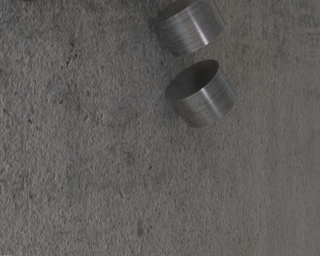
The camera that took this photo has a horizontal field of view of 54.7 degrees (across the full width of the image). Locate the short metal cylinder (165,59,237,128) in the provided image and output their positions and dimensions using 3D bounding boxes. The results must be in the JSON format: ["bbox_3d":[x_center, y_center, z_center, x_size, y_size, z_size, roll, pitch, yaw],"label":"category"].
[{"bbox_3d":[0.054,-0.046,0.414,0.050,0.080,0.080,51,60,-28],"label":"short metal cylinder"}]

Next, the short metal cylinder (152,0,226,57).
[{"bbox_3d":[0.037,-0.137,0.400,0.080,0.080,0.050,-51,120,-28],"label":"short metal cylinder"}]
